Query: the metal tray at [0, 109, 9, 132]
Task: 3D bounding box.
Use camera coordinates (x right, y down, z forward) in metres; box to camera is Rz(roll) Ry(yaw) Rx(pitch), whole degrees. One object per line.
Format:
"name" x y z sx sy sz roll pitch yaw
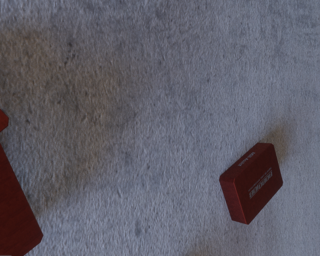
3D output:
"metal tray" -0.200 0.004 0.234 0.130 0.030 0.090 -49 119 -29

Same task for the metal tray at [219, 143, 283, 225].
"metal tray" 0.163 0.093 0.542 0.131 0.030 0.090 -32 110 -36

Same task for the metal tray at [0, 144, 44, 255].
"metal tray" -0.157 0.068 0.242 0.091 0.030 0.129 -36 130 -39
